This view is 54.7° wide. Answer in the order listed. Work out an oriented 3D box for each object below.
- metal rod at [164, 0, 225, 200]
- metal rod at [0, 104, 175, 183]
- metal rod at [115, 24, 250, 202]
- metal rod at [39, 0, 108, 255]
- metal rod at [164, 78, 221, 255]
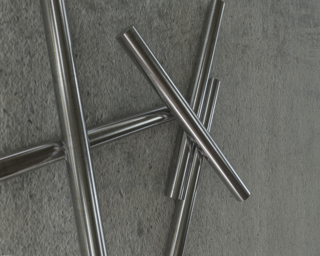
[{"bbox_3d":[0.053,-0.048,0.448,0.025,0.025,0.299,23,76,-38],"label":"metal rod"},{"bbox_3d":[-0.082,0.013,0.336,0.302,0.025,0.025,-20,103,-38],"label":"metal rod"},{"bbox_3d":[0.044,-0.001,0.407,0.300,0.025,0.025,52,60,-28],"label":"metal rod"},{"bbox_3d":[-0.087,-0.015,0.303,0.025,0.025,0.298,-8,87,-40],"label":"metal rod"},{"bbox_3d":[0.044,0.071,0.441,0.025,0.025,0.299,23,76,-38],"label":"metal rod"}]
